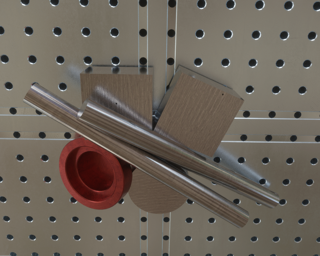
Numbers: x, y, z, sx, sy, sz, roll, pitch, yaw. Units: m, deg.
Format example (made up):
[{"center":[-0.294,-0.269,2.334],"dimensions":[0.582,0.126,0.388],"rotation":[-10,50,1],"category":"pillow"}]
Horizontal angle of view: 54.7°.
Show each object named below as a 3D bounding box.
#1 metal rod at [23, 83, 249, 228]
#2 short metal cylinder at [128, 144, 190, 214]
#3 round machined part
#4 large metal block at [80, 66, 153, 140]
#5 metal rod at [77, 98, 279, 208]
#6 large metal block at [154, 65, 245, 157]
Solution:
[{"center":[-0.017,0.040,0.369],"dimensions":[0.301,0.025,0.025],"rotation":[32,107,-13],"category":"metal rod"},{"center":[-0.001,0.068,0.420],"dimensions":[0.081,0.050,0.079],"rotation":[0,110,0],"category":"short metal cylinder"},{"center":[-0.080,0.053,0.407],"dimensions":[0.098,0.042,0.097],"rotation":[7,108,22],"category":"round machined part"},{"center":[-0.049,-0.031,0.381],"dimensions":[0.081,0.050,0.079],"rotation":[1,110,-1],"category":"large metal block"},{"center":[0.041,0.042,0.385],"dimensions":[0.301,0.025,0.025],"rotation":[27,108,-25],"category":"metal rod"},{"center":[0.044,-0.022,0.387],"dimensions":[0.080,0.050,0.080],"rotation":[23,108,-9],"category":"large metal block"}]
